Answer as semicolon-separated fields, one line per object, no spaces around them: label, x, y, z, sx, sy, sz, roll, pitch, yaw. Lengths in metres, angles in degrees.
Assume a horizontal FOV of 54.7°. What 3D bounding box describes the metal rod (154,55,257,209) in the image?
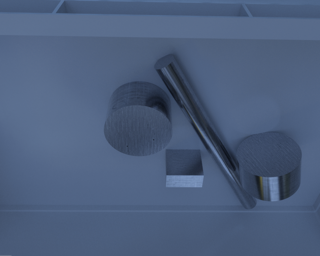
metal rod;0.077;0.026;0.431;0.025;0.025;0.300;-23;127;18

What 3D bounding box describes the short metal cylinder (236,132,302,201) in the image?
short metal cylinder;0.147;0.051;0.419;0.080;0.080;0.050;-12;129;9

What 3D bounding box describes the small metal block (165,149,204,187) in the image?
small metal block;0.033;0.057;0.442;0.050;0.050;0.025;0;130;-1

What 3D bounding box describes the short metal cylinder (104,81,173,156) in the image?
short metal cylinder;-0.026;-0.011;0.383;0.081;0.050;0.079;0;130;0
